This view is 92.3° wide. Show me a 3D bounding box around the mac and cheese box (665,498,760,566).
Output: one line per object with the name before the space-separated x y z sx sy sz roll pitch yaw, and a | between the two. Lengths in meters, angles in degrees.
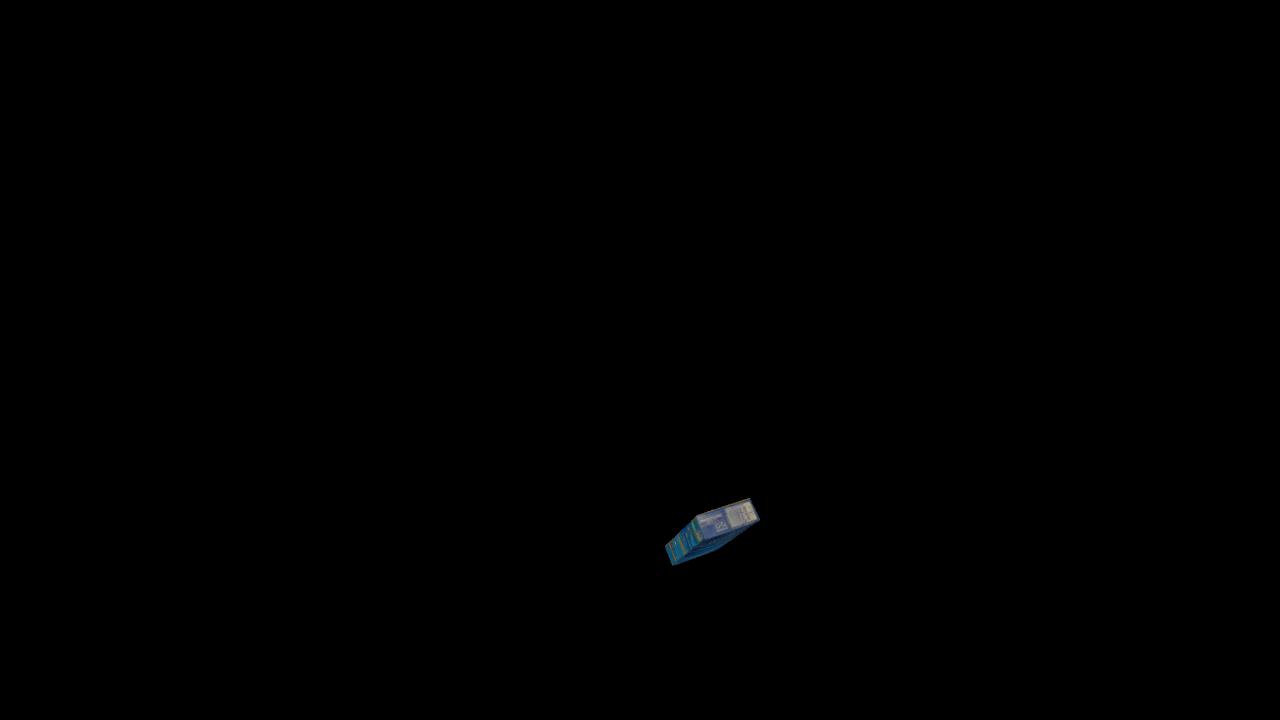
mac and cheese box | 0.105 0.265 0.938 0.093 0.041 0.184 -14 -24 -21
